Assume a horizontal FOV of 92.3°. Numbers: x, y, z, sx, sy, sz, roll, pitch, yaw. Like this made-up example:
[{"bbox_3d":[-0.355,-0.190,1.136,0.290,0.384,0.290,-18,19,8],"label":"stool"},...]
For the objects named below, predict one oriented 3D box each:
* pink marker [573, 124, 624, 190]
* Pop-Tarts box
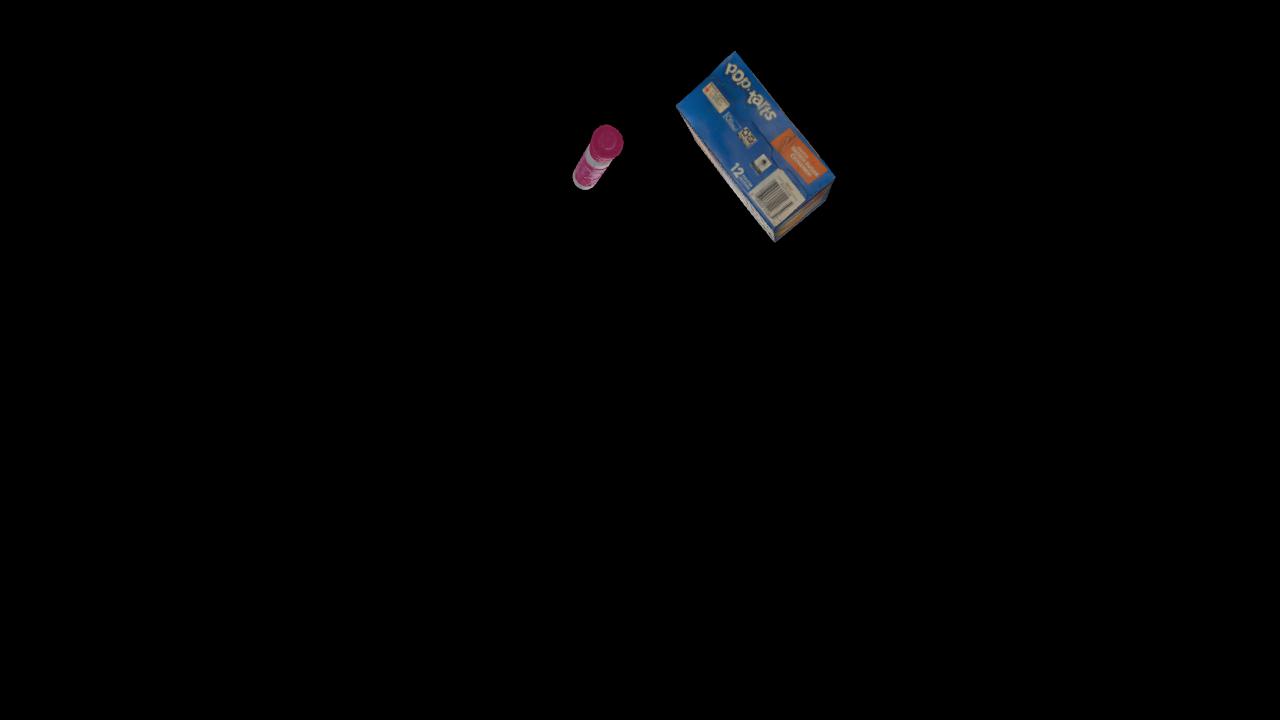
[{"bbox_3d":[-0.029,-0.130,0.403,0.020,0.020,0.121,0,6,-12],"label":"pink marker"},{"bbox_3d":[0.130,-0.227,0.685,0.083,0.167,0.141,-37,-4,13],"label":"Pop-Tarts box"}]
